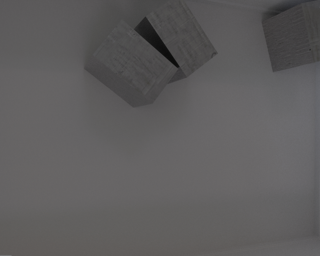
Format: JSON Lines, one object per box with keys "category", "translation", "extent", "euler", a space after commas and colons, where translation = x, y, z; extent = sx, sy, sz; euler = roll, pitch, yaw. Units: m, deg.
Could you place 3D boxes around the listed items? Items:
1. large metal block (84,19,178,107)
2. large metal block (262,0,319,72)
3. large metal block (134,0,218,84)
{"category": "large metal block", "translation": [-0.038, -0.070, 0.367], "extent": [0.080, 0.080, 0.050], "euler": [39, 78, -16]}
{"category": "large metal block", "translation": [0.205, -0.133, 0.456], "extent": [0.050, 0.080, 0.080], "euler": [-17, 96, -19]}
{"category": "large metal block", "translation": [0.013, -0.104, 0.386], "extent": [0.050, 0.080, 0.080], "euler": [-40, 103, -16]}
